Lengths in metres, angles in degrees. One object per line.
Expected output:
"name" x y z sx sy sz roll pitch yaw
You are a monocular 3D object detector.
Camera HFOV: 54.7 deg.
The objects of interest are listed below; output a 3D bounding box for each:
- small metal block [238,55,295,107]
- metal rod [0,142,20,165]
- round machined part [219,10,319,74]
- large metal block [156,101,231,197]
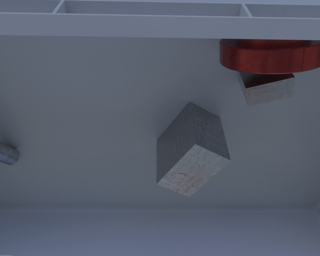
"small metal block" 0.118 -0.054 0.349 0.050 0.050 0.025 -13 129 10
"metal rod" -0.250 -0.012 0.309 0.025 0.025 0.300 -13 156 10
"round machined part" 0.106 -0.085 0.293 0.099 0.098 0.042 -4 115 3
"large metal block" 0.038 0.027 0.397 0.050 0.080 0.080 25 125 -20
